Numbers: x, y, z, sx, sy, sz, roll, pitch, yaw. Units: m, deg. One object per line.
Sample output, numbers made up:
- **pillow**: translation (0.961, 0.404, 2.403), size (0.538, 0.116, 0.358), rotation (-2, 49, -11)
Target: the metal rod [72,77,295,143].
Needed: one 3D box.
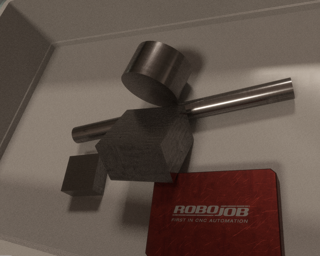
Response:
- **metal rod**: translation (0.014, -0.017, 0.407), size (0.301, 0.025, 0.025), rotation (-12, 57, 21)

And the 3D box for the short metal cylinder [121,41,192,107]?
- **short metal cylinder**: translation (-0.004, -0.070, 0.414), size (0.080, 0.080, 0.050), rotation (13, 69, 33)

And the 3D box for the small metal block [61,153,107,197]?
- **small metal block**: translation (-0.100, 0.064, 0.417), size (0.050, 0.025, 0.050), rotation (-7, 58, 24)

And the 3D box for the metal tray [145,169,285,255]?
- **metal tray**: translation (0.055, 0.092, 0.317), size (0.130, 0.030, 0.090), rotation (-7, 59, 24)

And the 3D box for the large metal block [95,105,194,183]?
- **large metal block**: translation (-0.014, 0.017, 0.365), size (0.080, 0.050, 0.080), rotation (-3, 32, 26)
